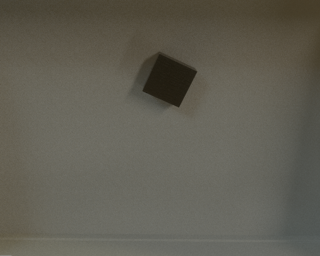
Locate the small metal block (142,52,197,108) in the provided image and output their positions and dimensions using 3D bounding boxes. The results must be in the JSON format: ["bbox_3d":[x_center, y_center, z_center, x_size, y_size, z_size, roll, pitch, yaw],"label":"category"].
[{"bbox_3d":[0.012,-0.061,0.389,0.050,0.025,0.050,24,108,-9],"label":"small metal block"}]
